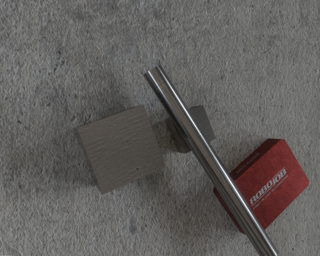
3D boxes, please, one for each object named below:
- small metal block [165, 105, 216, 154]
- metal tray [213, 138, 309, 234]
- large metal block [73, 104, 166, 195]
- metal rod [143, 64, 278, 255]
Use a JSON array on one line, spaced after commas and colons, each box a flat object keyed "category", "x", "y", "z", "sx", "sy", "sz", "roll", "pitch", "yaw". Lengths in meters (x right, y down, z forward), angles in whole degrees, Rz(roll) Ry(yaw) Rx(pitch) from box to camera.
[{"category": "small metal block", "x": 0.042, "y": 0.001, "z": 0.426, "sx": 0.050, "sy": 0.025, "sz": 0.050, "roll": -25, "pitch": 99, "yaw": -19}, {"category": "metal tray", "x": 0.154, "y": 0.088, "z": 0.465, "sx": 0.131, "sy": 0.030, "sz": 0.090, "roll": -38, "pitch": 103, "yaw": -16}, {"category": "large metal block", "x": -0.050, "y": 0.023, "z": 0.378, "sx": 0.081, "sy": 0.050, "sz": 0.080, "roll": -22, "pitch": 98, "yaw": -19}, {"category": "metal rod", "x": 0.070, "y": 0.051, "z": 0.406, "sx": 0.025, "sy": 0.025, "sz": 0.299, "roll": -36, "pitch": 99, "yaw": -17}]
